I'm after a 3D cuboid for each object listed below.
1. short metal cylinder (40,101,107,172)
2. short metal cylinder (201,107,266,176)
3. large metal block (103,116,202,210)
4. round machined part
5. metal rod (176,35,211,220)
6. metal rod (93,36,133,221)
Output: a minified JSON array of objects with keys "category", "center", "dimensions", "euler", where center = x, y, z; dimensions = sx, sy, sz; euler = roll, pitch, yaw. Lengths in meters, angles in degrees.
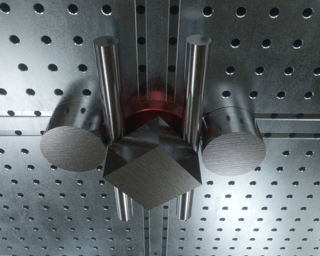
[{"category":"short metal cylinder","center":[-0.108,0.012,0.404],"dimensions":[0.081,0.050,0.079],"euler":[0,130,0]},{"category":"short metal cylinder","center":[0.094,0.019,0.411],"dimensions":[0.081,0.050,0.079],"euler":[0,130,0]},{"category":"large metal block","center":[-0.008,0.045,0.371],"dimensions":[0.080,0.050,0.080],"euler":[-31,124,23]},{"category":"round machined part","center":[-0.008,0.014,0.413],"dimensions":[0.099,0.042,0.097],"euler":[0,130,0]},{"category":"metal rod","center":[0.039,0.025,0.406],"dimensions":[0.025,0.025,0.298],"euler":[0,130,0]},{"category":"metal rod","center":[-0.055,0.027,0.406],"dimensions":[0.025,0.025,0.298],"euler":[0,130,0]}]
